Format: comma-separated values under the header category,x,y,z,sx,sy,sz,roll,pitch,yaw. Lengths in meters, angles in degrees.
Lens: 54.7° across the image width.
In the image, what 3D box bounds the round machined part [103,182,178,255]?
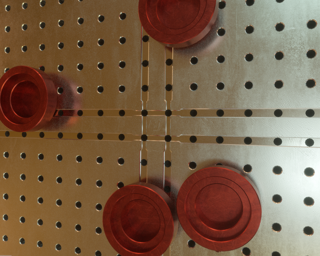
category,x,y,z,sx,sy,sz,roll,pitch,yaw
round machined part,-0.022,0.120,0.411,0.098,0.042,0.097,0,90,19

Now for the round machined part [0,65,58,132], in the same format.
category,x,y,z,sx,sy,sz,roll,pitch,yaw
round machined part,-0.197,-0.043,0.471,0.098,0.042,0.097,0,90,19

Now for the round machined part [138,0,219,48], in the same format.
category,x,y,z,sx,sy,sz,roll,pitch,yaw
round machined part,0.026,-0.151,0.394,0.098,0.042,0.097,0,90,19

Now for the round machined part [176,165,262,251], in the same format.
category,x,y,z,sx,sy,sz,roll,pitch,yaw
round machined part,0.073,0.094,0.378,0.098,0.042,0.097,0,90,19
